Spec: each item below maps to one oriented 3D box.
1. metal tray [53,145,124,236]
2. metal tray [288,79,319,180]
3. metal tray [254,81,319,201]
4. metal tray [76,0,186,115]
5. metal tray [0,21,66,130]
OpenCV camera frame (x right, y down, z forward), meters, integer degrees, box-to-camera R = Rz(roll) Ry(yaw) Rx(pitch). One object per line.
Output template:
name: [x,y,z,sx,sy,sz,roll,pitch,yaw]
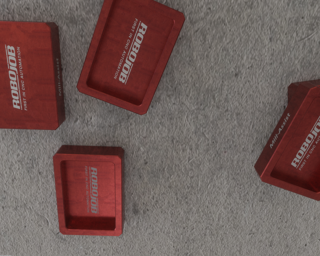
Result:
metal tray: [-0.097,0.090,0.439,0.091,0.030,0.129,2,110,-1]
metal tray: [0.220,0.001,0.409,0.091,0.030,0.129,-8,110,2]
metal tray: [0.188,0.019,0.382,0.090,0.030,0.129,20,109,-7]
metal tray: [-0.036,-0.091,0.373,0.090,0.030,0.129,21,109,-8]
metal tray: [-0.170,-0.064,0.382,0.091,0.030,0.129,2,110,-1]
